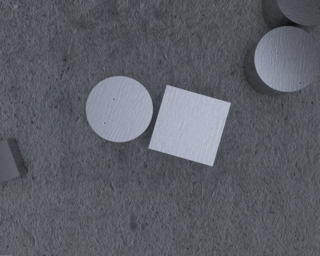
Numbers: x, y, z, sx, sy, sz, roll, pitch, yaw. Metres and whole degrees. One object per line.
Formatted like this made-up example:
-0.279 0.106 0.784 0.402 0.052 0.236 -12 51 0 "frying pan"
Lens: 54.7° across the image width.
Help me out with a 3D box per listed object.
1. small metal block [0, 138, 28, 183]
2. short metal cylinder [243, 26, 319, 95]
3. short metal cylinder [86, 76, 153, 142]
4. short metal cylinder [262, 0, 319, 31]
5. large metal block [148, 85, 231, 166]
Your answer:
-0.211 0.046 0.408 0.050 0.025 0.050 -20 90 0 "small metal block"
0.154 -0.083 0.399 0.081 0.050 0.079 0 90 0 "short metal cylinder"
-0.049 -0.023 0.397 0.081 0.050 0.079 0 90 0 "short metal cylinder"
0.180 -0.164 0.399 0.081 0.050 0.079 0 90 0 "short metal cylinder"
0.036 -0.003 0.398 0.080 0.050 0.080 16 90 0 "large metal block"
